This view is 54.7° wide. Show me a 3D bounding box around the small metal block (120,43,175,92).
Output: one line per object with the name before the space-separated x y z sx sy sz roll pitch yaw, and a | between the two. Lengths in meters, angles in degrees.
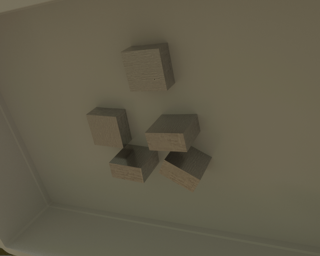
small metal block | -0.014 -0.072 0.370 0.050 0.025 0.050 2 119 27

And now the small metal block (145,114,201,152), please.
small metal block | 0.017 0.005 0.386 0.050 0.050 0.025 1 119 27

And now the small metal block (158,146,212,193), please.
small metal block | 0.034 0.048 0.403 0.050 0.050 0.025 29 128 9

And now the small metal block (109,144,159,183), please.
small metal block | -0.036 0.049 0.440 0.050 0.050 0.025 6 121 24

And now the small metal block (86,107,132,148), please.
small metal block | -0.072 -0.001 0.444 0.050 0.025 0.050 5 121 25
